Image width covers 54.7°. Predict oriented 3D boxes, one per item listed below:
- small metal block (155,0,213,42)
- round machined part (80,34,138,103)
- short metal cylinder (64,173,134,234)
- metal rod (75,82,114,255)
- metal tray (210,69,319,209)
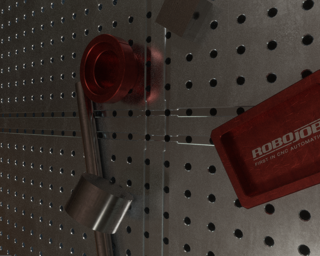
[{"bbox_3d":[0.029,-0.143,0.384,0.050,0.025,0.050,41,115,32],"label":"small metal block"},{"bbox_3d":[-0.070,-0.084,0.454,0.098,0.042,0.097,0,90,39],"label":"round machined part"},{"bbox_3d":[-0.084,0.103,0.433,0.080,0.080,0.050,25,87,37],"label":"short metal cylinder"},{"bbox_3d":[-0.104,0.073,0.492,0.025,0.025,0.298,-15,80,38],"label":"metal rod"},{"bbox_3d":[0.123,0.015,0.303,0.130,0.030,0.090,-33,70,34],"label":"metal tray"}]
